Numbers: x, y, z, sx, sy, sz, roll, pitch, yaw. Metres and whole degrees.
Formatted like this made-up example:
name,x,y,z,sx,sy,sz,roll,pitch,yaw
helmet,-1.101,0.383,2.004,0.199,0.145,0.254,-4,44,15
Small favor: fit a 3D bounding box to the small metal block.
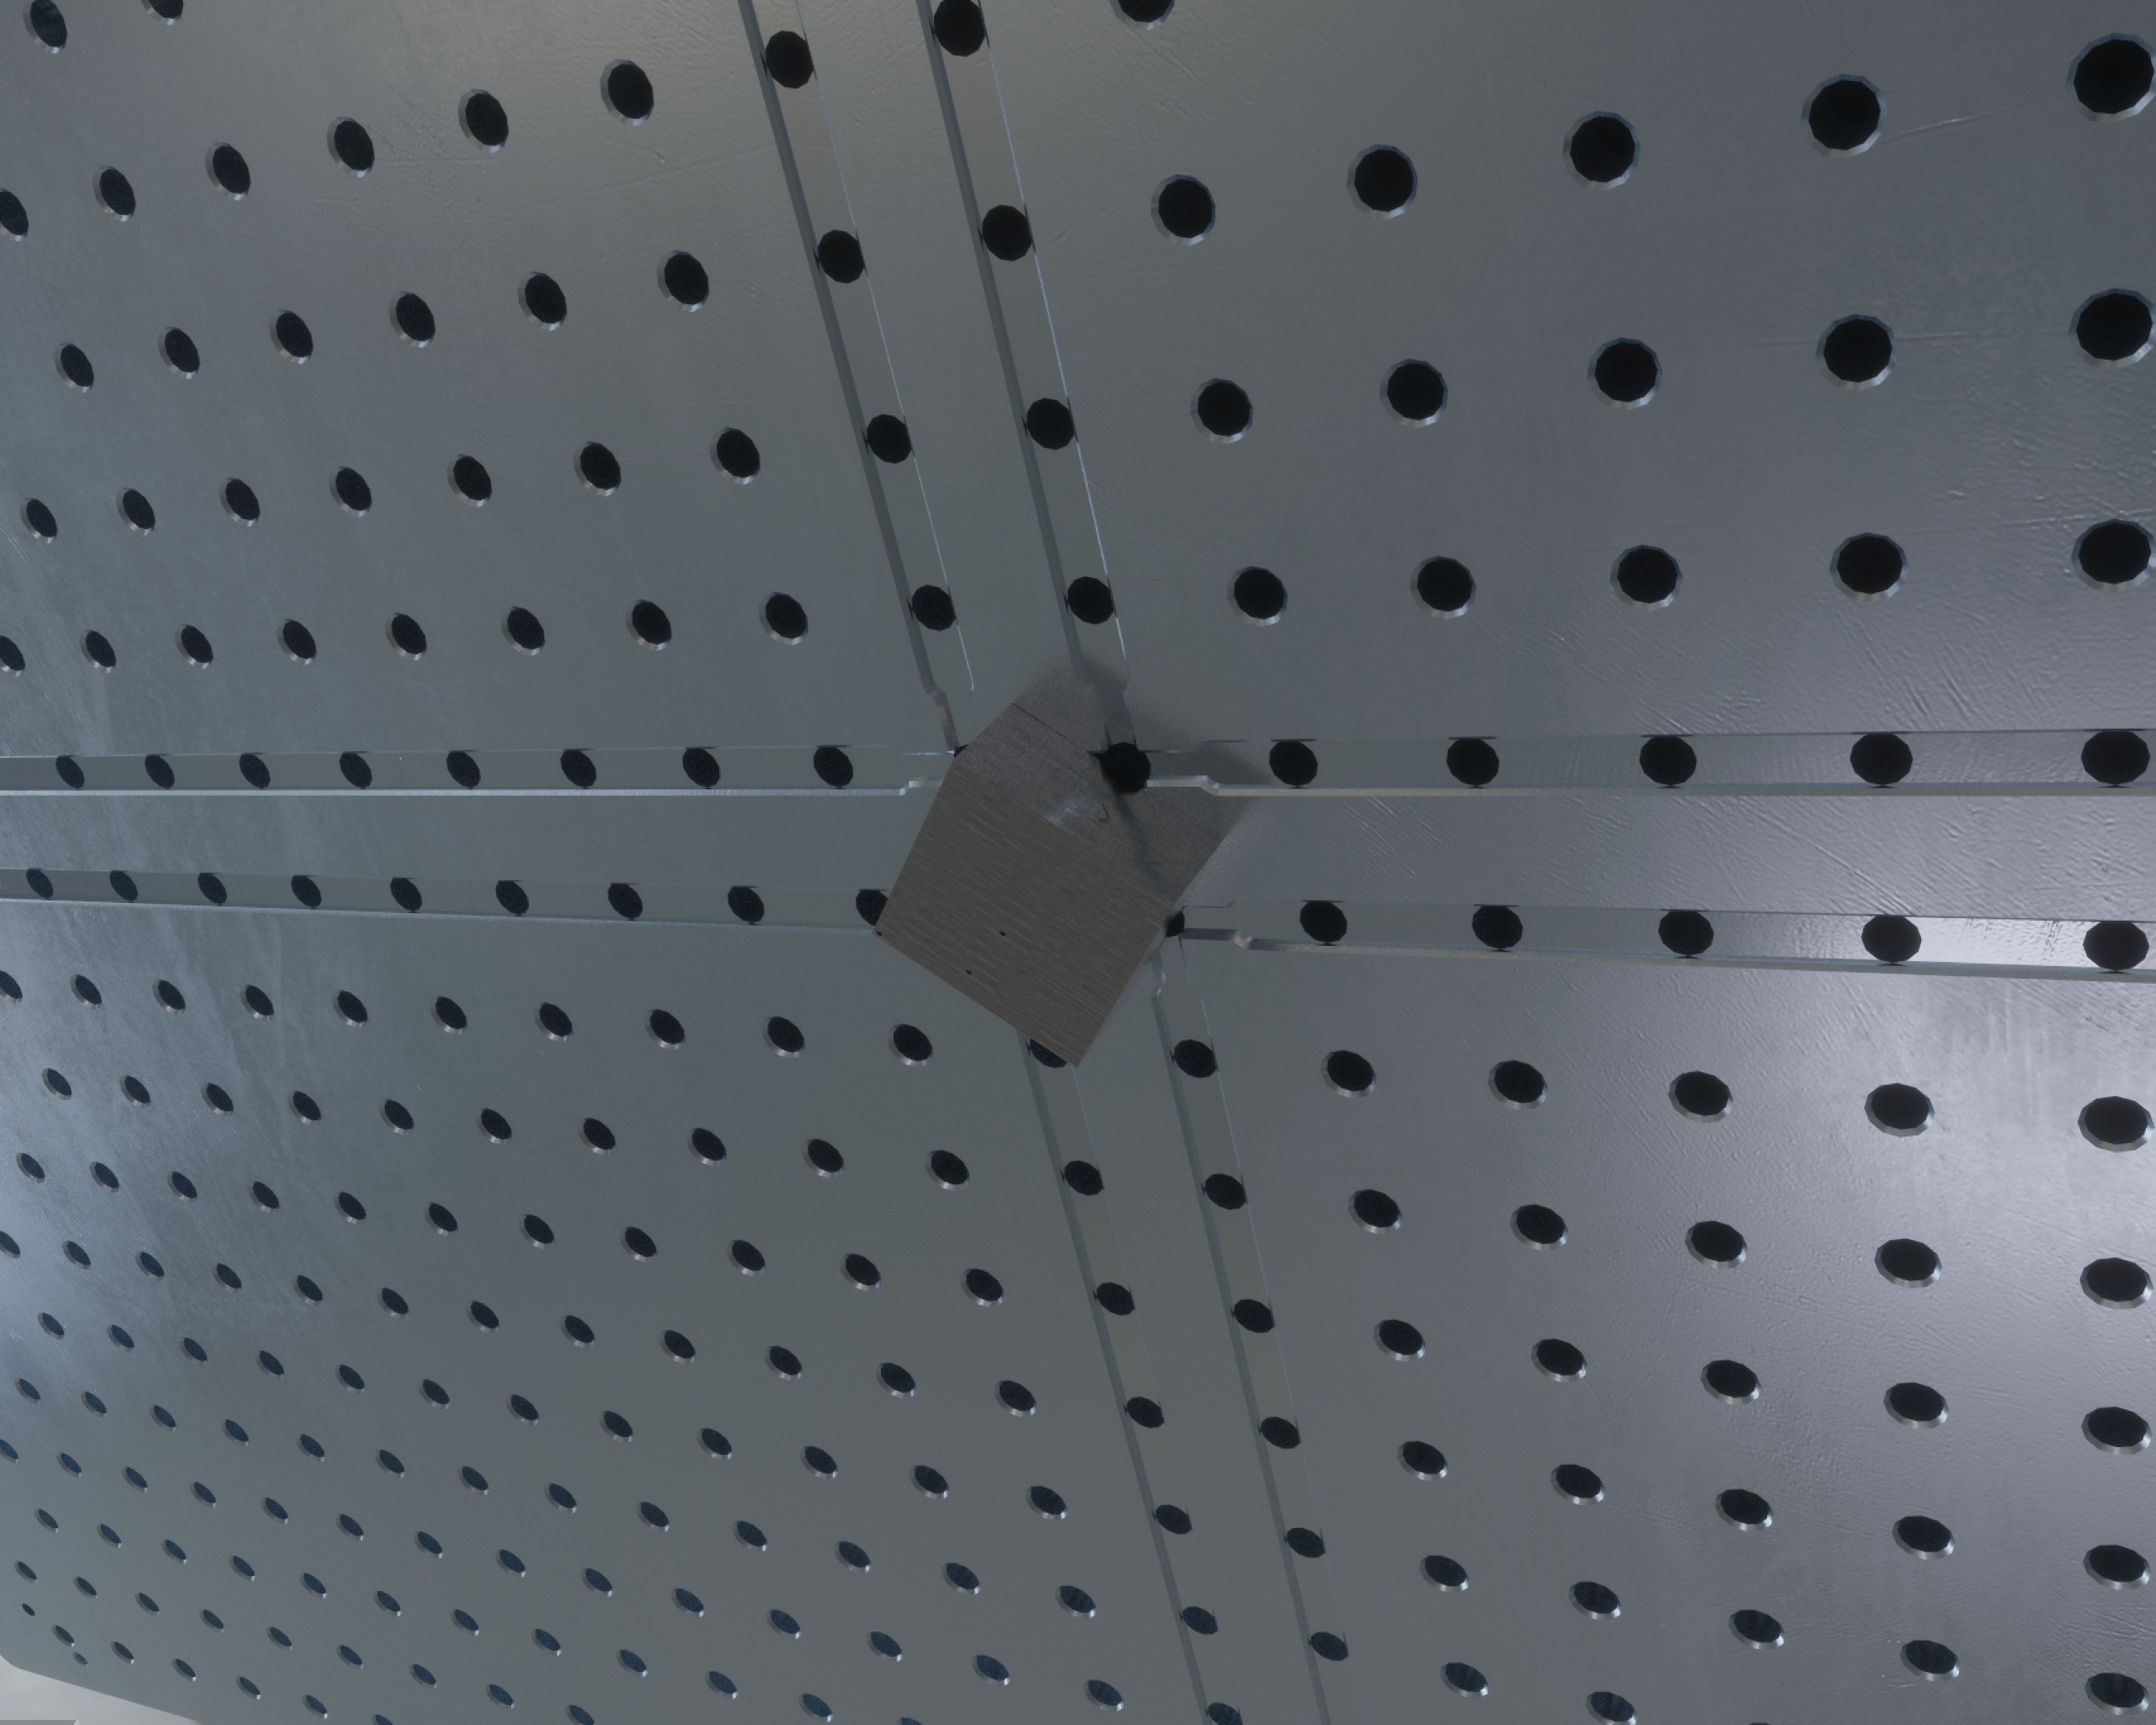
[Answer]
name,x,y,z,sx,sy,sz,roll,pitch,yaw
small metal block,-0.007,0.005,0.418,0.050,0.025,0.050,33,129,6
